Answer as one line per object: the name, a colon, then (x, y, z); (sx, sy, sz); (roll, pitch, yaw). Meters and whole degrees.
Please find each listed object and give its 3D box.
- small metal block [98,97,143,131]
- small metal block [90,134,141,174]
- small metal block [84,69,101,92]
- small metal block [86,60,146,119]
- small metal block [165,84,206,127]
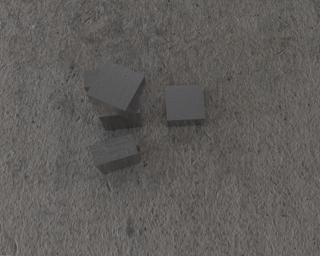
small metal block: (-0.050, -0.019, 0.401); (0.050, 0.050, 0.025); (-6, 70, -2)
small metal block: (-0.053, 0.033, 0.382); (0.050, 0.050, 0.025); (-17, 71, -6)
small metal block: (-0.071, -0.056, 0.415); (0.050, 0.050, 0.025); (-5, 70, -2)
small metal block: (-0.051, -0.046, 0.371); (0.050, 0.025, 0.050); (24, 72, 8)
small metal block: (0.033, -0.030, 0.419); (0.050, 0.025, 0.050); (-3, 70, -1)
